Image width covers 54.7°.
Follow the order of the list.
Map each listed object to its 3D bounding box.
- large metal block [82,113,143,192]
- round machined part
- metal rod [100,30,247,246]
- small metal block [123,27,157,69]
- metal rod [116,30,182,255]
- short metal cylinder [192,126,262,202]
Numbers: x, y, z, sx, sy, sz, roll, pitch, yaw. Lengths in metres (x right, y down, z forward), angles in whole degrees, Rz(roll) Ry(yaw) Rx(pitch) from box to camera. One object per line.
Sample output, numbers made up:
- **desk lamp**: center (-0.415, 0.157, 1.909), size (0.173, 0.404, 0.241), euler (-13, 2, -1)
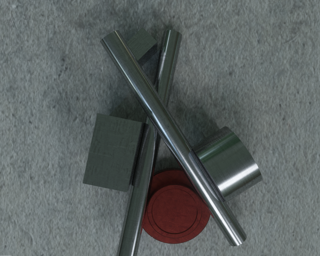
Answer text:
- **large metal block**: center (-0.053, 0.027, 0.383), size (0.050, 0.080, 0.080), euler (12, 90, 0)
- **round machined part**: center (0.018, 0.103, 0.404), size (0.099, 0.042, 0.097), euler (0, 90, -1)
- **metal rod**: center (0.022, 0.020, 0.377), size (0.025, 0.025, 0.299), euler (-33, 99, 0)
- **small metal block**: center (-0.030, -0.096, 0.398), size (0.050, 0.050, 0.025), euler (-45, 91, 0)
- **metal rod**: center (-0.013, 0.020, 0.396), size (0.025, 0.025, 0.298), euler (12, 84, -1)
- **short metal cylinder**: center (0.081, 0.045, 0.385), size (0.050, 0.080, 0.080), euler (-32, 90, 0)
